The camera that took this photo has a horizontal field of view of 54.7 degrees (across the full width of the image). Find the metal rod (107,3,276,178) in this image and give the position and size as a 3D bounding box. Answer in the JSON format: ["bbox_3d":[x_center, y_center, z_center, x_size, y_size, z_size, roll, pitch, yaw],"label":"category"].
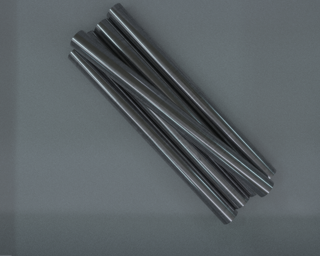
[{"bbox_3d":[0.042,-0.046,0.410,0.025,0.025,0.300,-43,90,0],"label":"metal rod"}]

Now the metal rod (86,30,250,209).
[{"bbox_3d":[0.006,-0.011,0.410,0.025,0.025,0.300,-43,90,0],"label":"metal rod"}]

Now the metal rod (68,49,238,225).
[{"bbox_3d":[-0.009,0.009,0.410,0.025,0.025,0.300,-43,90,0],"label":"metal rod"}]

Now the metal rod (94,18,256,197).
[{"bbox_3d":[0.025,-0.026,0.410,0.025,0.025,0.300,-43,90,0],"label":"metal rod"}]

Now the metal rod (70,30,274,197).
[{"bbox_3d":[0.015,-0.017,0.384,0.300,0.025,0.025,39,90,0],"label":"metal rod"}]
